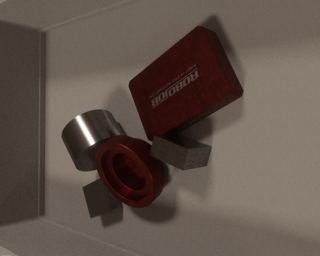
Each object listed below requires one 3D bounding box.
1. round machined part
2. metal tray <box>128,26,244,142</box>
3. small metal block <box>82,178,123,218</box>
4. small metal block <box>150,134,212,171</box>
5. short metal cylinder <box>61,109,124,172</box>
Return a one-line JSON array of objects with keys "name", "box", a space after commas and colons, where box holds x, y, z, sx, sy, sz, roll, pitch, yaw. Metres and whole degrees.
[{"name": "round machined part", "box": [-0.035, 0.052, 0.407, 0.098, 0.042, 0.097, 19, 126, 29]}, {"name": "metal tray", "box": [0.025, -0.049, 0.381, 0.130, 0.030, 0.090, -32, 70, 35]}, {"name": "small metal block", "box": [-0.089, 0.106, 0.478, 0.050, 0.025, 0.050, -30, 71, 35]}, {"name": "small metal block", "box": [0.025, 0.027, 0.368, 0.050, 0.050, 0.025, 21, 103, 38]}, {"name": "short metal cylinder", "box": [-0.093, 0.019, 0.445, 0.080, 0.081, 0.050, -49, 61, 29]}]
